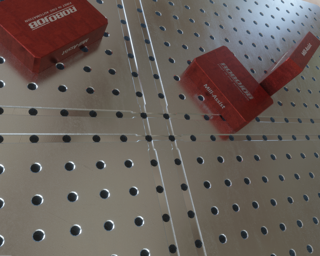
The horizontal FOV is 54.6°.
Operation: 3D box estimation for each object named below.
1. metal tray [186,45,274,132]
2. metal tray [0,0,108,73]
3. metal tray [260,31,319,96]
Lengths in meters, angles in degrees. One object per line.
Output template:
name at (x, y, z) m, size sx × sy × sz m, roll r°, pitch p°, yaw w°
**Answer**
metal tray at (0.115, -0.068, 0.507) m, size 0.091 × 0.030 × 0.130 m, roll -31°, pitch 79°, yaw -38°
metal tray at (-0.145, -0.139, 0.411) m, size 0.090 × 0.030 × 0.131 m, roll 43°, pitch 51°, yaw 1°
metal tray at (0.228, -0.111, 0.555) m, size 0.030 × 0.090 × 0.131 m, roll 45°, pitch 51°, yaw 2°
